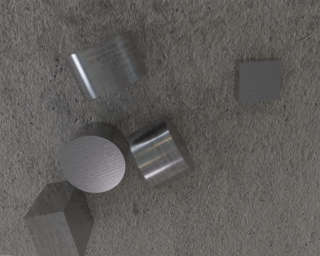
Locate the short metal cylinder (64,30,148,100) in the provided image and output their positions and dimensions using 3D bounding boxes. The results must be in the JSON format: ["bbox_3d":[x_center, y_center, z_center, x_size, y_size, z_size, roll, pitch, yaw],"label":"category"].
[{"bbox_3d":[-0.061,-0.072,0.353,0.080,0.080,0.050,-21,109,7],"label":"short metal cylinder"}]

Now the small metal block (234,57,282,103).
[{"bbox_3d":[0.122,-0.060,0.389,0.050,0.025,0.050,-4,110,1],"label":"small metal block"}]

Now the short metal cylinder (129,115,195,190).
[{"bbox_3d":[0.003,0.030,0.392,0.050,0.080,0.080,-29,108,10],"label":"short metal cylinder"}]

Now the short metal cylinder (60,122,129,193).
[{"bbox_3d":[-0.084,0.038,0.410,0.081,0.050,0.079,0,110,0],"label":"short metal cylinder"}]

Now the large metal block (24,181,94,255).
[{"bbox_3d":[-0.134,0.128,0.426,0.050,0.080,0.079,-10,110,4],"label":"large metal block"}]
